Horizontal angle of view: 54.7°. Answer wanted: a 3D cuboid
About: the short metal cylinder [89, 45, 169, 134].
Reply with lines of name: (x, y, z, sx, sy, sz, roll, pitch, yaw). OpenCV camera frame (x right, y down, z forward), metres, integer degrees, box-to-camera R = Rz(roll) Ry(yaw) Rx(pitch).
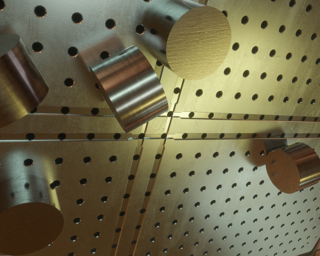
short metal cylinder: (-0.033, -0.041, 0.332, 0.050, 0.080, 0.080, -30, 129, -9)

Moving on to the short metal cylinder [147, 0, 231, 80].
short metal cylinder: (0.032, -0.100, 0.350, 0.081, 0.050, 0.079, -14, 124, -21)

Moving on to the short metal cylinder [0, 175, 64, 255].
short metal cylinder: (-0.161, 0.104, 0.371, 0.081, 0.050, 0.079, -14, 124, -21)

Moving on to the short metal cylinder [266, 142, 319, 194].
short metal cylinder: (0.234, 0.070, 0.547, 0.050, 0.080, 0.079, -14, 125, -20)

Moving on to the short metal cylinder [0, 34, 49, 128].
short metal cylinder: (-0.147, -0.041, 0.270, 0.080, 0.080, 0.050, -28, 128, -11)
